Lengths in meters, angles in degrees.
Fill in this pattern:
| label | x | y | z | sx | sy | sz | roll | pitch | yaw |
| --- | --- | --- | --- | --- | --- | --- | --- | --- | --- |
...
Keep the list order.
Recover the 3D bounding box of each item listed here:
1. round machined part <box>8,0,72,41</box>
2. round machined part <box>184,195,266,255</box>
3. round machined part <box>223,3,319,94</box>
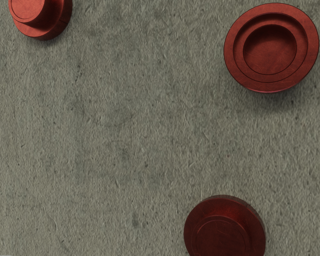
| label | x | y | z | sx | sy | sz | roll | pitch | yaw |
| --- | --- | --- | --- | --- | --- | --- | --- | --- | --- |
| round machined part | -0.186 | -0.185 | 0.466 | 0.098 | 0.042 | 0.097 | 0 | 90 | 20 |
| round machined part | 0.076 | 0.133 | 0.373 | 0.098 | 0.042 | 0.097 | 0 | 90 | 20 |
| round machined part | 0.125 | -0.087 | 0.355 | 0.098 | 0.042 | 0.097 | 0 | 90 | 20 |
